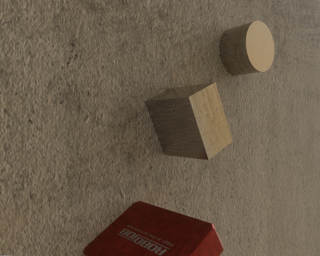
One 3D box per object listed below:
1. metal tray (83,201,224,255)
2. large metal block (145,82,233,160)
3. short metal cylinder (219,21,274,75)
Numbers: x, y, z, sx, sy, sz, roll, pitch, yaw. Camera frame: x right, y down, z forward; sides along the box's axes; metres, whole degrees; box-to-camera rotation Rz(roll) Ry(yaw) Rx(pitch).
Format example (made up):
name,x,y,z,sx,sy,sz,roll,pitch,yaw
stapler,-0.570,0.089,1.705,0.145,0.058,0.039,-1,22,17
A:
name,x,y,z,sx,sy,sz,roll,pitch,yaw
metal tray,-0.011,0.128,0.327,0.091,0.130,0.030,-38,114,-34
large metal block,0.036,-0.009,0.399,0.050,0.080,0.080,-31,110,-36
short metal cylinder,0.143,-0.129,0.508,0.081,0.050,0.080,0,90,-40
